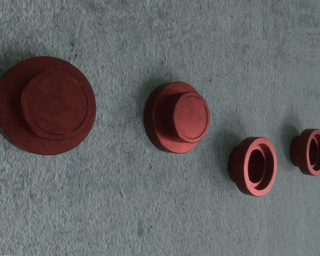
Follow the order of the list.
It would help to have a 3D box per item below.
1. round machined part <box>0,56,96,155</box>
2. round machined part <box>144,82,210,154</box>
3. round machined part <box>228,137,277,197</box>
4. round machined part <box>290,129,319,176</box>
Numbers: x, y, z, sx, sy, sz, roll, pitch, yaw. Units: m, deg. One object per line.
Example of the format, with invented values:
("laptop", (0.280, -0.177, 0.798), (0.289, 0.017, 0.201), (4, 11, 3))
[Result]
("round machined part", (-0.106, -0.022, 0.304), (0.099, 0.042, 0.097), (0, 90, -40))
("round machined part", (0.030, -0.014, 0.418), (0.099, 0.042, 0.097), (0, 90, -40))
("round machined part", (0.152, 0.063, 0.521), (0.099, 0.042, 0.097), (0, 90, -40))
("round machined part", (0.311, 0.050, 0.654), (0.099, 0.042, 0.097), (0, 90, -40))
